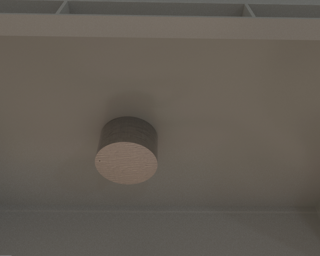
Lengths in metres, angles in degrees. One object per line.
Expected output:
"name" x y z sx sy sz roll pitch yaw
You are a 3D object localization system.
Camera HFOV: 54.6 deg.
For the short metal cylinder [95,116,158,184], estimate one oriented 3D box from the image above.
"short metal cylinder" -0.043 0.031 0.418 0.080 0.050 0.080 0 130 0
